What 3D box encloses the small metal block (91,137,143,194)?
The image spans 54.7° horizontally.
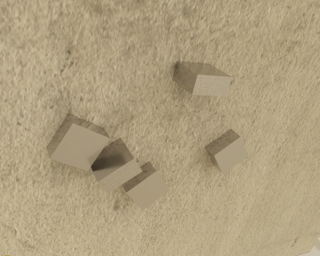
[{"bbox_3d":[-0.057,0.046,0.389,0.050,0.050,0.025,-32,129,-8],"label":"small metal block"}]

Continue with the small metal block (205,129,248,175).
[{"bbox_3d":[0.106,0.038,0.491,0.050,0.025,0.050,-35,129,-6],"label":"small metal block"}]

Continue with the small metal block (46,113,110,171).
[{"bbox_3d":[-0.096,0.017,0.366,0.050,0.025,0.050,27,103,-38],"label":"small metal block"}]

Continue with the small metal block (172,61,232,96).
[{"bbox_3d":[0.051,-0.061,0.382,0.050,0.050,0.025,-1,119,-28],"label":"small metal block"}]

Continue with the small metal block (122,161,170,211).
[{"bbox_3d":[-0.021,0.084,0.449,0.050,0.025,0.050,-36,129,-5],"label":"small metal block"}]
